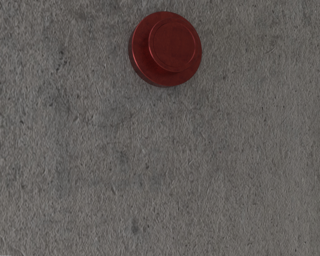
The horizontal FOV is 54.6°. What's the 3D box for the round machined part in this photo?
[{"bbox_3d":[0.012,-0.104,0.404,0.099,0.042,0.097,0,90,-20],"label":"round machined part"}]
